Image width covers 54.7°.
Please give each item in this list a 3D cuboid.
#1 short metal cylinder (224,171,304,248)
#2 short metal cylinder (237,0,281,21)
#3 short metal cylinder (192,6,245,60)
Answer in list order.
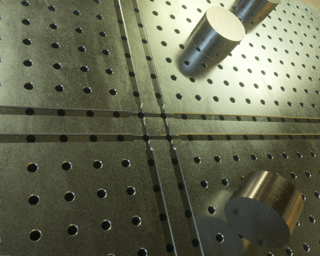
[{"bbox_3d":[0.128,0.100,0.383,0.080,0.080,0.050,46,51,3],"label":"short metal cylinder"},{"bbox_3d":[0.220,-0.287,0.689,0.081,0.050,0.080,14,56,-21],"label":"short metal cylinder"},{"bbox_3d":[0.104,-0.170,0.554,0.081,0.050,0.080,14,56,-21],"label":"short metal cylinder"}]
